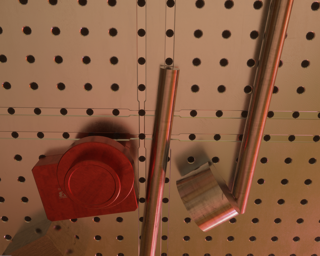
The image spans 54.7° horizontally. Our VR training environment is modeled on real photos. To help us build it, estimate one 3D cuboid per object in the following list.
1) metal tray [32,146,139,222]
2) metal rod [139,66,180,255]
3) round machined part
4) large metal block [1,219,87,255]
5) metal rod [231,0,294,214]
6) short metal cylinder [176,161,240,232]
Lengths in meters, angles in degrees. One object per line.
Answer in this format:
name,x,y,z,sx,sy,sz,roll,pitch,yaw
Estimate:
metal tray,-0.102,0.080,0.439,0.131,0.030,0.089,-8,110,2
metal rod,-0.004,0.064,0.437,0.025,0.025,0.298,6,110,-3
round machined part,-0.082,0.063,0.394,0.099,0.042,0.097,0,110,-1
large metal block,-0.172,0.190,0.468,0.080,0.050,0.080,-29,108,9
metal rod,0.129,-0.019,0.408,0.025,0.025,0.298,5,110,-2
short metal cylinder,0.065,0.092,0.419,0.050,0.080,0.080,-32,107,11
